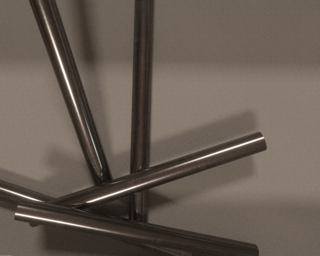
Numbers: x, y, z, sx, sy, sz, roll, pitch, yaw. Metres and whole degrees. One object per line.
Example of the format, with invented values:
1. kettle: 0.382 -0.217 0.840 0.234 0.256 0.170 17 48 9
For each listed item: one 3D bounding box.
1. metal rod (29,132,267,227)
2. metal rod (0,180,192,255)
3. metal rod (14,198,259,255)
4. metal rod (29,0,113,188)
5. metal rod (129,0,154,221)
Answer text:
1. metal rod: -0.016 0.063 0.385 0.302 0.025 0.025 -18 90 -1
2. metal rod: -0.103 0.119 0.410 0.302 0.025 0.025 19 90 -1
3. metal rod: -0.017 0.130 0.381 0.302 0.025 0.025 15 90 -13
4. metal rod: -0.102 -0.051 0.351 0.025 0.025 0.298 -13 114 0
5. metal rod: -0.025 -0.026 0.411 0.025 0.025 0.298 2 90 -1
